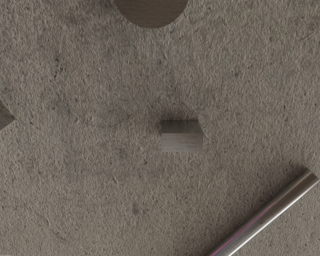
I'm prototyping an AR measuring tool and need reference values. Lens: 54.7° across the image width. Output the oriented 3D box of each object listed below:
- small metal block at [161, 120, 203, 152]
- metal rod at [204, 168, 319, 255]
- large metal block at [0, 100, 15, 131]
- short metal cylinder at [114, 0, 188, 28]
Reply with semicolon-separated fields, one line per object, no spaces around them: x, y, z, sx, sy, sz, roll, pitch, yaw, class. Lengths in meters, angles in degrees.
0.027;0.009;0.400;0.050;0.050;0.025;0;110;0;small metal block
0.118;0.170;0.473;0.025;0.025;0.299;40;105;-14;metal rod
-0.250;-0.017;0.388;0.080;0.050;0.080;-27;108;9;large metal block
-0.009;-0.152;0.340;0.081;0.050;0.079;0;110;0;short metal cylinder
